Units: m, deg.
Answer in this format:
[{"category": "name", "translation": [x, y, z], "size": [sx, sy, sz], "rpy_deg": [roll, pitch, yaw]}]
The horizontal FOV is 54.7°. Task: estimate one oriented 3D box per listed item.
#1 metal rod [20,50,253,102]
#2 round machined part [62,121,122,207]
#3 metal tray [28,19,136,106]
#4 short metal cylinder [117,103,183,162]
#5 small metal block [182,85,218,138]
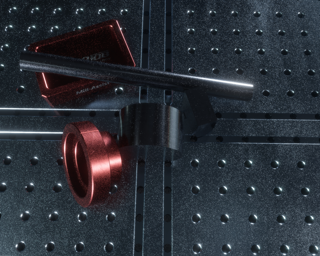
[{"category": "metal rod", "translation": [-0.024, -0.067, 0.410], "size": [0.302, 0.025, 0.025], "rpy_deg": [7, 70, -8]}, {"category": "round machined part", "translation": [-0.079, 0.039, 0.364], "size": [0.042, 0.097, 0.098], "rpy_deg": [-10, 68, -34]}, {"category": "metal tray", "translation": [-0.109, -0.095, 0.442], "size": [0.131, 0.030, 0.090], "rpy_deg": [-20, 71, -8]}, {"category": "short metal cylinder", "translation": [-0.012, 0.008, 0.379], "size": [0.081, 0.080, 0.050], "rpy_deg": [2, 70, 0]}, {"category": "small metal block", "translation": [0.051, -0.020, 0.406], "size": [0.025, 0.050, 0.050], "rpy_deg": [-16, 71, -6]}]
